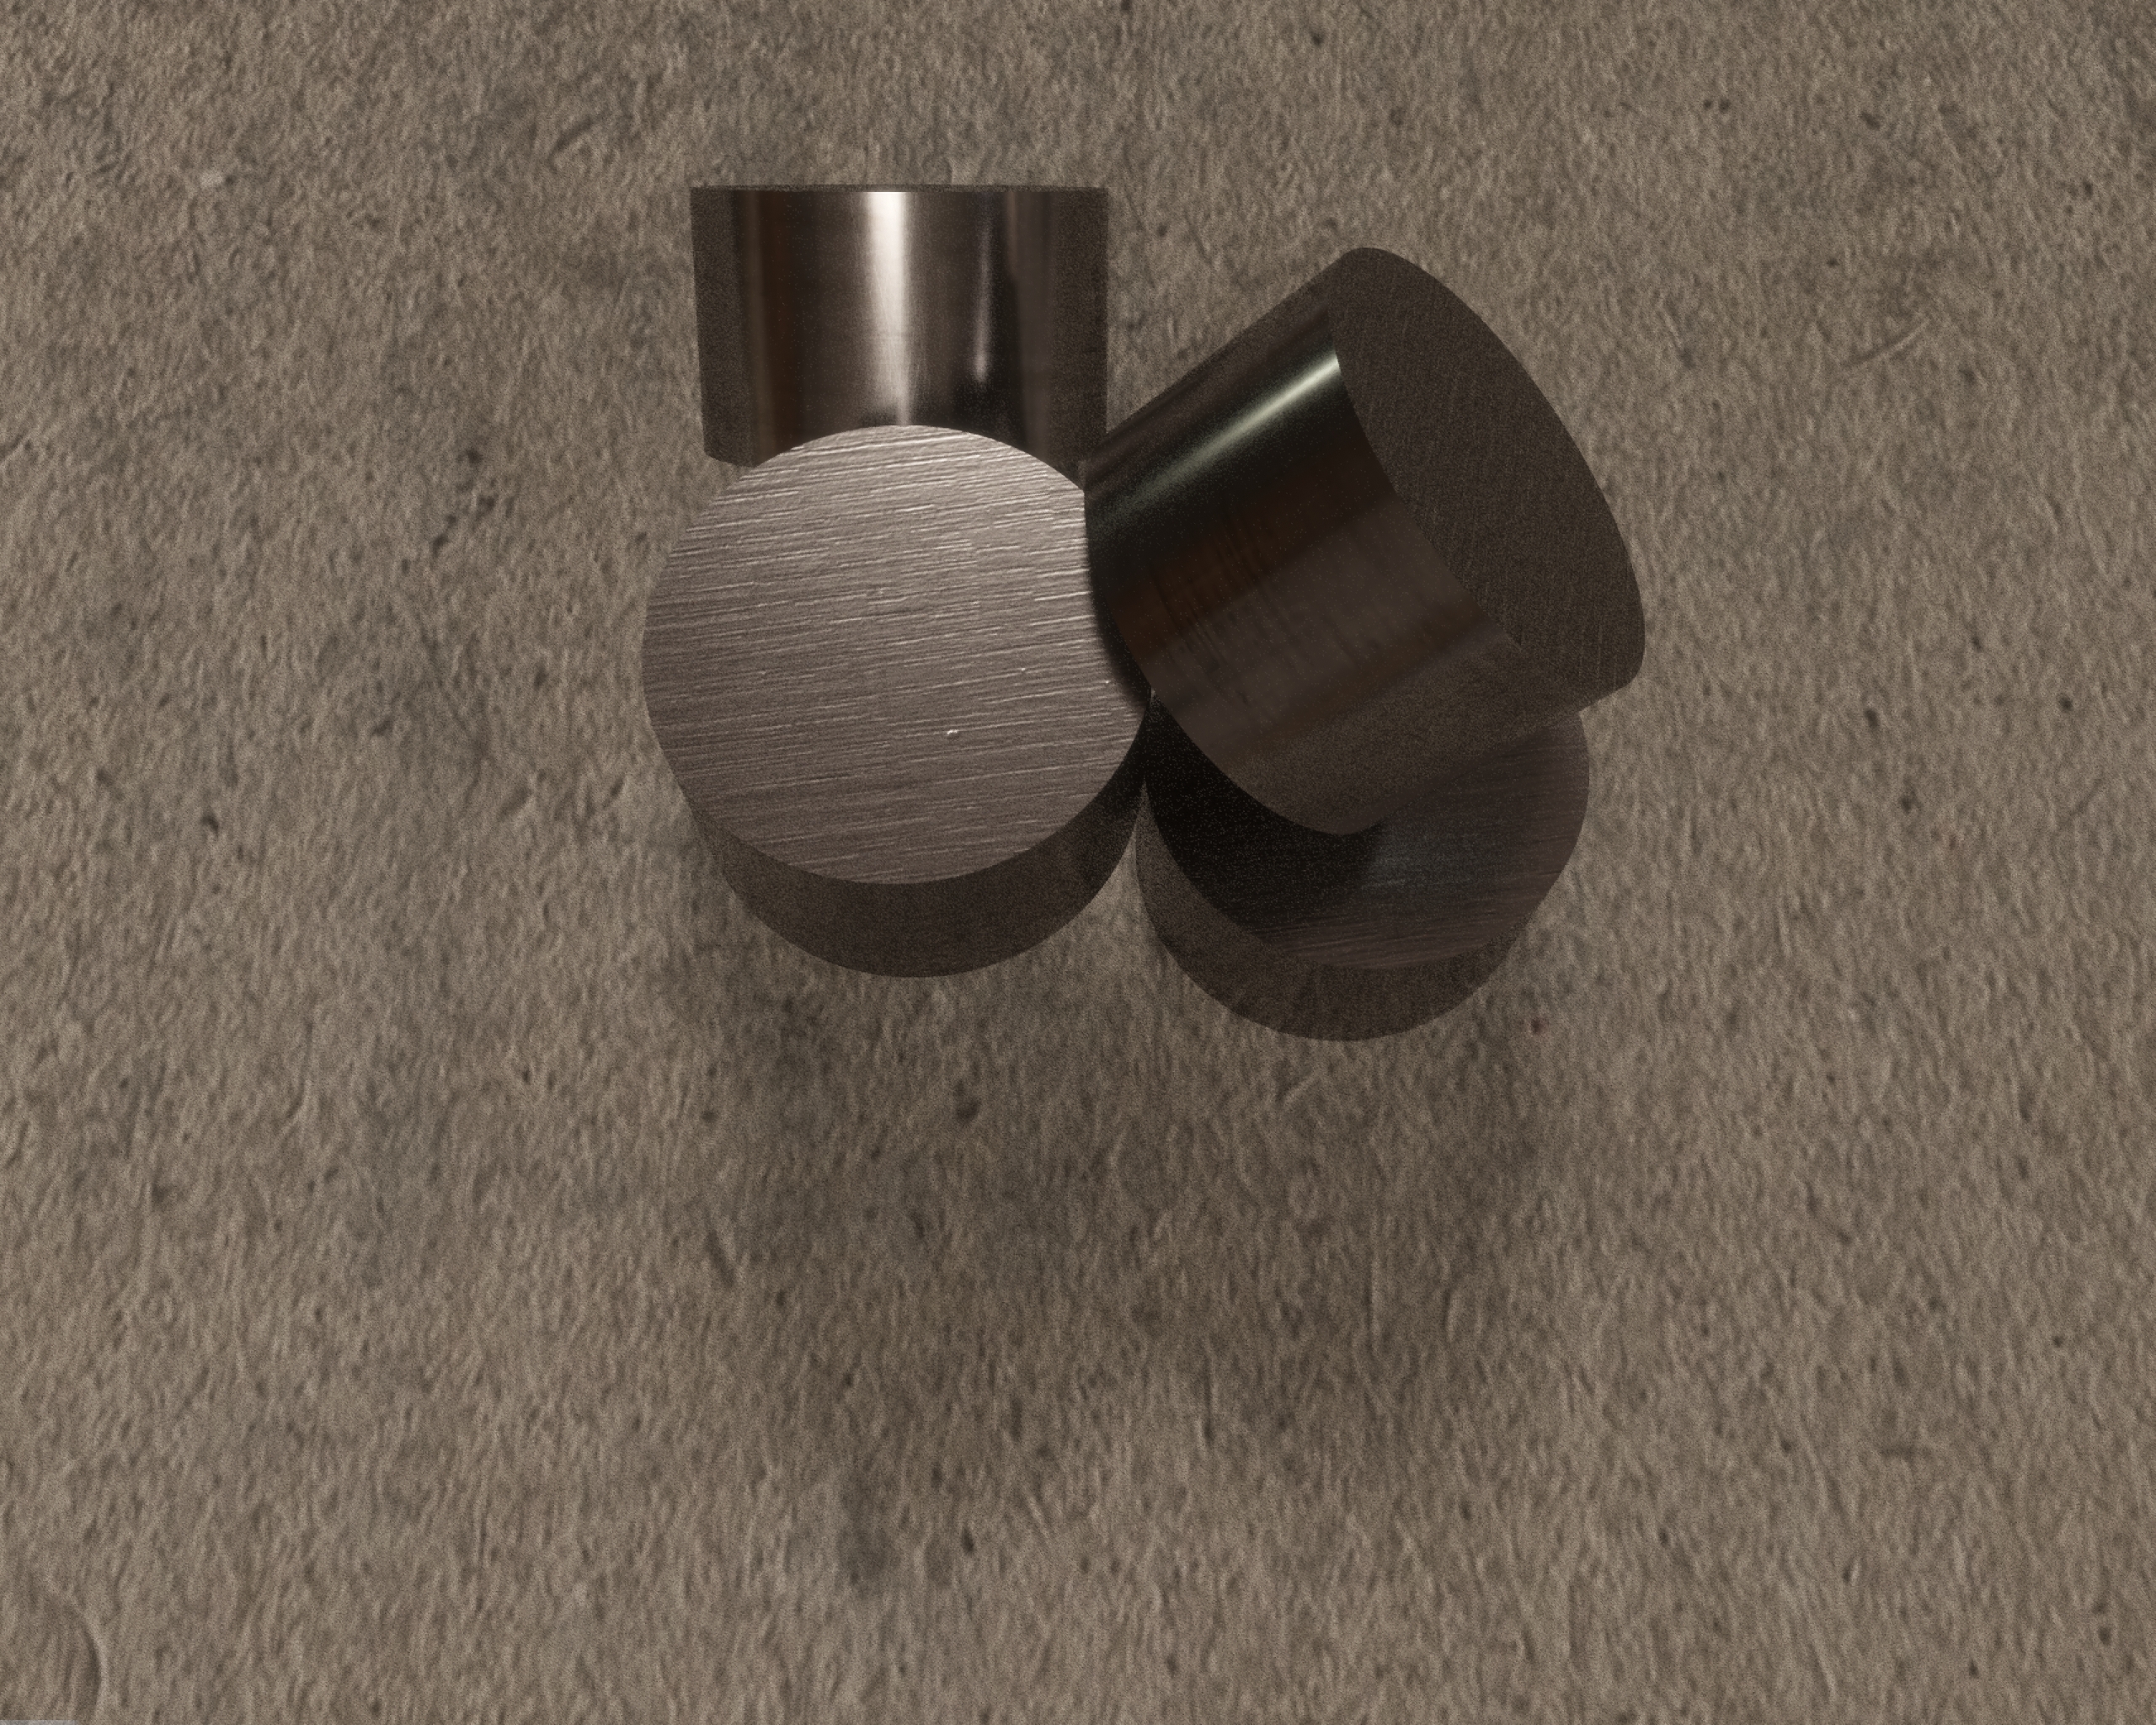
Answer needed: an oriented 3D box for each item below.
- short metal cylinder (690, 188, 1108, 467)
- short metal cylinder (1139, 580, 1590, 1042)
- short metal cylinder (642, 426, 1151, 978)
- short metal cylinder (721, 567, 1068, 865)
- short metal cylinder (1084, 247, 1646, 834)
[{"bbox_3d":[-0.034,-0.107,0.412,0.081,0.080,0.050,0,109,0],"label":"short metal cylinder"},{"bbox_3d":[0.052,-0.011,0.400,0.081,0.050,0.080,0,70,0],"label":"short metal cylinder"},{"bbox_3d":[-0.028,-0.026,0.351,0.081,0.050,0.080,0,70,0],"label":"short metal cylinder"},{"bbox_3d":[-0.039,-0.030,0.406,0.081,0.050,0.080,0,70,0],"label":"short metal cylinder"},{"bbox_3d":[0.047,-0.051,0.339,0.050,0.081,0.080,-32,67,34],"label":"short metal cylinder"}]
